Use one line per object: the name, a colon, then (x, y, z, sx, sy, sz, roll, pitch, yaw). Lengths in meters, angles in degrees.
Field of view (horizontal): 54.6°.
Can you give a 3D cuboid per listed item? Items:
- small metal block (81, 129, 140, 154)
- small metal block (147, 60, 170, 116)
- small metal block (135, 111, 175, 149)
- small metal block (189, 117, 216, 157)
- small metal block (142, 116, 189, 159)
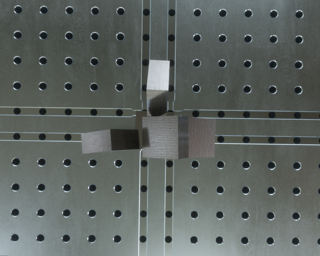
small metal block: (-0.062, 0.017, 0.390, 0.050, 0.050, 0.025, -9, 84, 35)
small metal block: (-0.002, -0.049, 0.391, 0.025, 0.050, 0.050, 3, 54, 1)
small metal block: (-0.007, 0.003, 0.414, 0.050, 0.025, 0.050, 2, 90, 0)
small metal block: (0.044, 0.012, 0.403, 0.050, 0.025, 0.050, 3, 90, -31)
small metal block: (0.006, 0.011, 0.377, 0.050, 0.025, 0.050, 0, 90, 33)
